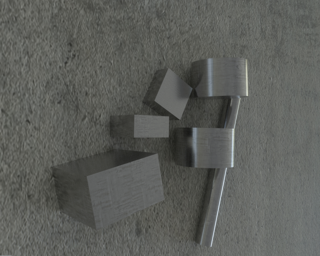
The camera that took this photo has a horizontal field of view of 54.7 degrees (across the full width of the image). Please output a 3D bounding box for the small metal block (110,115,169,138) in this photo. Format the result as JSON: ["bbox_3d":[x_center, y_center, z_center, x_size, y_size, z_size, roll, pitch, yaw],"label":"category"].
[{"bbox_3d":[-0.025,-0.002,0.369,0.050,0.050,0.025,1,90,-40],"label":"small metal block"}]

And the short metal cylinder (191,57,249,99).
[{"bbox_3d":[0.085,-0.068,0.442,0.081,0.080,0.050,-3,92,-40],"label":"short metal cylinder"}]

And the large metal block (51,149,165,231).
[{"bbox_3d":[-0.055,0.058,0.325,0.081,0.080,0.050,-14,100,-39],"label":"large metal block"}]

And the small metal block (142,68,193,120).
[{"bbox_3d":[0.011,-0.044,0.416,0.050,0.025,0.050,35,69,-35],"label":"small metal block"}]

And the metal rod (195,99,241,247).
[{"bbox_3d":[0.100,0.031,0.491,0.025,0.025,0.299,23,76,-38],"label":"metal rod"}]

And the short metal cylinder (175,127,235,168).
[{"bbox_3d":[0.061,0.025,0.423,0.081,0.080,0.050,2,89,-40],"label":"short metal cylinder"}]
